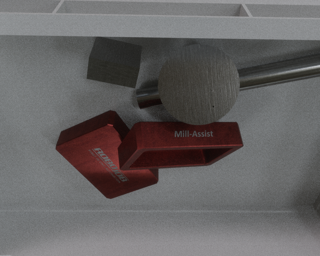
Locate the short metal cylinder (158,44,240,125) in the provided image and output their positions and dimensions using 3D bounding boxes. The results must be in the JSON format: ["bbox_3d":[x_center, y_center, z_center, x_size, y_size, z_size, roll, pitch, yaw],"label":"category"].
[{"bbox_3d":[0.041,-0.046,0.331,0.080,0.050,0.079,1,97,6],"label":"short metal cylinder"}]

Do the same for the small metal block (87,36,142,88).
[{"bbox_3d":[-0.048,-0.071,0.331,0.050,0.050,0.025,10,129,-9],"label":"small metal block"}]

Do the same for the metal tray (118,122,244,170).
[{"bbox_3d":[0.022,0.023,0.380,0.131,0.030,0.090,0,158,-22],"label":"metal tray"}]

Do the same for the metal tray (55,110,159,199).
[{"bbox_3d":[-0.070,0.043,0.442,0.090,0.030,0.130,-22,127,17],"label":"metal tray"}]

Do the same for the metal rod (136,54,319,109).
[{"bbox_3d":[0.122,-0.061,0.359,0.301,0.025,0.025,-10,130,7],"label":"metal rod"}]
